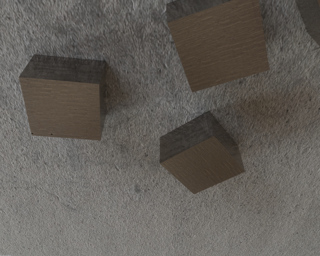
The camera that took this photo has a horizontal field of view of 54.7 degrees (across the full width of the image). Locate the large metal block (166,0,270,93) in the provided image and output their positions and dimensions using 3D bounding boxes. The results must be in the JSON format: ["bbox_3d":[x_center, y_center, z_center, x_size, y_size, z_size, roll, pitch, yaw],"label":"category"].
[{"bbox_3d":[0.058,-0.092,0.313,0.080,0.050,0.080,-16,129,12],"label":"large metal block"}]

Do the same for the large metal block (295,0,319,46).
[{"bbox_3d":[0.159,-0.114,0.276,0.050,0.080,0.080,-27,125,21],"label":"large metal block"}]

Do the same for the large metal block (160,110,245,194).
[{"bbox_3d":[0.056,0.035,0.421,0.080,0.050,0.080,-30,124,23],"label":"large metal block"}]

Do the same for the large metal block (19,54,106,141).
[{"bbox_3d":[-0.107,-0.034,0.360,0.081,0.050,0.079,4,130,-4],"label":"large metal block"}]
